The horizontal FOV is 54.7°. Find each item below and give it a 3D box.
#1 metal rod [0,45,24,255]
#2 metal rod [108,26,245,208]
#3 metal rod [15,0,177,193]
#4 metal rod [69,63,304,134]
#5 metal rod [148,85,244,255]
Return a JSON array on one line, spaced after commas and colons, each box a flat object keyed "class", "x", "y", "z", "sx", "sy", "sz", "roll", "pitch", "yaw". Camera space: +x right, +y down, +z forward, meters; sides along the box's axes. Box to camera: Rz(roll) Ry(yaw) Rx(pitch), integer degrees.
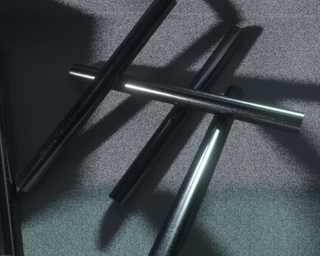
[{"class": "metal rod", "x": -0.206, "y": 0.018, "z": 0.400, "sx": 0.025, "sy": 0.025, "sz": 0.299, "roll": -14, "pitch": 71, "yaw": -5}, {"class": "metal rod", "x": 0.032, "y": -0.026, "z": 0.419, "sx": 0.025, "sy": 0.025, "sz": 0.300, "roll": 33, "pitch": 73, "yaw": 11}, {"class": "metal rod", "x": -0.078, "y": -0.047, "z": 0.389, "sx": 0.025, "sy": 0.025, "sz": 0.300, "roll": 36, "pitch": 87, "yaw": 12}, {"class": "metal rod", "x": 0.017, "y": -0.042, "z": 0.388, "sx": 0.301, "sy": 0.025, "sz": 0.025, "roll": 15, "pitch": 70, "yaw": 20}, {"class": "metal rod", "x": 0.045, "y": 0.043, "z": 0.328, "sx": 0.025, "sy": 0.025, "sz": 0.301, "roll": 25, "pitch": 46, "yaw": 8}]
